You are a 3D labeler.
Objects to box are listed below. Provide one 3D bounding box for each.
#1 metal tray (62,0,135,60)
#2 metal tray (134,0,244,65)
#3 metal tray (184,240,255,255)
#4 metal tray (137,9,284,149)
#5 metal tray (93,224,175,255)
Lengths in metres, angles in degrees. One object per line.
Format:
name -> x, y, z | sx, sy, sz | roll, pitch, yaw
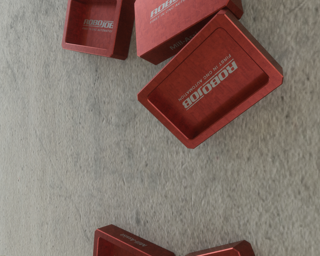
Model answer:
metal tray -> -0.098, -0.159, 0.479 | 0.130, 0.030, 0.089 | 19, 102, 38
metal tray -> 0.027, -0.142, 0.365 | 0.130, 0.030, 0.090 | -21, 64, 37
metal tray -> 0.077, 0.199, 0.336 | 0.090, 0.030, 0.129 | -31, 71, 35
metal tray -> 0.049, -0.046, 0.330 | 0.090, 0.030, 0.129 | 44, 122, -8
metal tray -> -0.041, 0.200, 0.433 | 0.130, 0.030, 0.089 | 8, 95, 39
